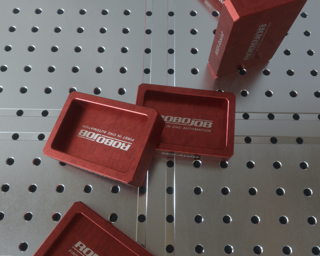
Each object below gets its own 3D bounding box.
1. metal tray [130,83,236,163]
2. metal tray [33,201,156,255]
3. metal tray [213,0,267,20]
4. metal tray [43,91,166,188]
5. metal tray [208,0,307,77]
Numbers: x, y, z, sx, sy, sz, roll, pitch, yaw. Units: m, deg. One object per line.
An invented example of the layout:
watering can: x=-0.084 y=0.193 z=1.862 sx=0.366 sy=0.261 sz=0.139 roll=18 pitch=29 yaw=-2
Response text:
metal tray: x=0.031 y=-0.007 z=0.411 sx=0.131 sy=0.030 sz=0.090 roll=6 pitch=70 yaw=2
metal tray: x=-0.069 y=0.157 z=0.351 sx=0.130 sy=0.030 sz=0.090 roll=33 pitch=73 yaw=11
metal tray: x=0.126 y=-0.230 z=0.493 sx=0.090 sy=0.030 sz=0.130 roll=-34 pitch=74 yaw=-12
metal tray: x=-0.069 y=0.011 z=0.381 sx=0.130 sy=0.030 sz=0.090 roll=14 pitch=74 yaw=23
metal tray: x=0.118 y=-0.122 z=0.401 sx=0.090 sy=0.130 sz=0.030 roll=-19 pitch=71 yaw=-7
